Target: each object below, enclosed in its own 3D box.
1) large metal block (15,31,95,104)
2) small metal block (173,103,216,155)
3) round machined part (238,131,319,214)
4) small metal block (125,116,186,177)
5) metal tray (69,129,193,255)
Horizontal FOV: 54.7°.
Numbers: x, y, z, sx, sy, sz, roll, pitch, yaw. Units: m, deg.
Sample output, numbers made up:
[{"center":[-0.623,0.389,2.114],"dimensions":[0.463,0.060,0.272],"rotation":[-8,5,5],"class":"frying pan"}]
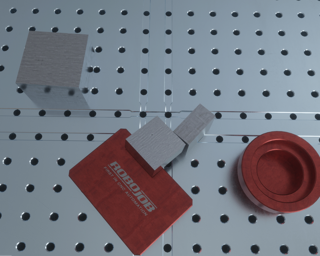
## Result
[{"center":[-0.139,-0.083,0.427],"dimensions":[0.081,0.050,0.080],"rotation":[4,70,1],"class":"large metal block"},{"center":[0.042,0.003,0.398],"dimensions":[0.025,0.050,0.050],"rotation":[41,75,13],"class":"small metal block"},{"center":[0.145,0.056,0.384],"dimensions":[0.099,0.042,0.098],"rotation":[0,70,-1],"class":"round machined part"},{"center":[-0.006,0.022,0.373],"dimensions":[0.050,0.025,0.050],"rotation":[-38,74,-24],"class":"small metal block"},{"center":[-0.036,0.076,0.381],"dimensions":[0.090,0.030,0.130],"rotation":[-41,75,-14],"class":"metal tray"}]
